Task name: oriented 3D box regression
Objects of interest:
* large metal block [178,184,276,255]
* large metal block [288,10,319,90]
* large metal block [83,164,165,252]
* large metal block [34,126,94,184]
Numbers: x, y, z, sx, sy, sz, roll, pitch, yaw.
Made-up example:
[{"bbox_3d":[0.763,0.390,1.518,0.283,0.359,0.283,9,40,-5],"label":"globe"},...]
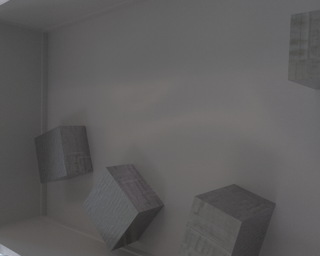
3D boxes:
[{"bbox_3d":[0.068,0.110,0.315,0.050,0.081,0.079,23,104,38],"label":"large metal block"},{"bbox_3d":[0.156,-0.060,0.242,0.080,0.081,0.050,4,92,40],"label":"large metal block"},{"bbox_3d":[-0.053,0.109,0.435,0.080,0.050,0.080,48,118,29],"label":"large metal block"},{"bbox_3d":[-0.165,0.045,0.527,0.080,0.050,0.080,-20,77,38],"label":"large metal block"}]
